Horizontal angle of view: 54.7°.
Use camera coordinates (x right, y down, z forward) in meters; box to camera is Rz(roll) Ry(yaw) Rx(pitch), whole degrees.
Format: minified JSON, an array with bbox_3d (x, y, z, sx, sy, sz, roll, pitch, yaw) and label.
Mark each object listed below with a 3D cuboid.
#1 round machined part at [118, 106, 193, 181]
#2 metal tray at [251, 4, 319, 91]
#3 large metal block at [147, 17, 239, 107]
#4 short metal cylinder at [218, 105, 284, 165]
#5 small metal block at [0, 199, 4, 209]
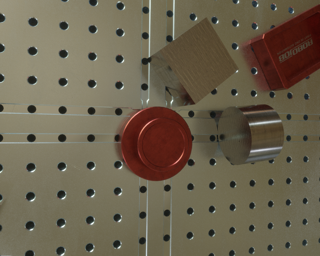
[{"bbox_3d":[-0.002,0.021,0.403,0.099,0.042,0.097,0,90,-20],"label":"round machined part"},{"bbox_3d":[0.216,-0.127,0.488,0.131,0.030,0.090,-31,100,-18],"label":"metal tray"},{"bbox_3d":[0.043,-0.086,0.415,0.080,0.050,0.080,-39,103,-16],"label":"large metal block"},{"bbox_3d":[0.123,0.008,0.429,0.050,0.080,0.079,-5,92,-20],"label":"short metal cylinder"},{"bbox_3d":[-0.208,0.097,0.336,0.050,0.025,0.050,24,82,-19],"label":"small metal block"}]
